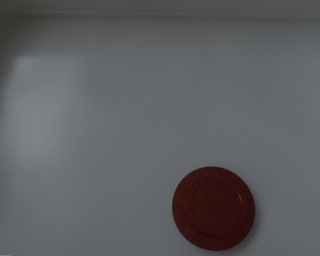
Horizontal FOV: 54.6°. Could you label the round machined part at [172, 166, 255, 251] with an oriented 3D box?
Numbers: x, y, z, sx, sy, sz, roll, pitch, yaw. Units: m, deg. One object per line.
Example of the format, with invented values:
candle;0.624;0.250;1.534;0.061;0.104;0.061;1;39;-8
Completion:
round machined part;0.064;0.093;0.367;0.099;0.042;0.098;0;70;0
